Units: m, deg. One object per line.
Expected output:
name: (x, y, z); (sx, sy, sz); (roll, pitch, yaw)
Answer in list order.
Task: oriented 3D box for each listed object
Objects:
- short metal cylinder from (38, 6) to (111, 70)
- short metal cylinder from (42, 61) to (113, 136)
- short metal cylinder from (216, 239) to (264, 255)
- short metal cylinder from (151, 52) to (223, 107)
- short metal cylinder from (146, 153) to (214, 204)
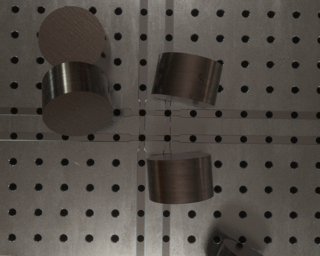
short metal cylinder: (-0.107, -0.108, 0.399); (0.081, 0.050, 0.079); (0, 90, -1)
short metal cylinder: (-0.101, -0.034, 0.378); (0.080, 0.080, 0.050); (-17, 54, 0)
short metal cylinder: (0.106, 0.184, 0.387); (0.080, 0.080, 0.050); (26, 90, -1)
short metal cylinder: (0.033, -0.058, 0.386); (0.080, 0.080, 0.050); (11, 90, -1)
short metal cylinder: (0.025, 0.060, 0.386); (0.081, 0.080, 0.050); (-4, 90, -1)
